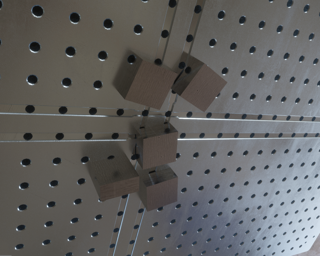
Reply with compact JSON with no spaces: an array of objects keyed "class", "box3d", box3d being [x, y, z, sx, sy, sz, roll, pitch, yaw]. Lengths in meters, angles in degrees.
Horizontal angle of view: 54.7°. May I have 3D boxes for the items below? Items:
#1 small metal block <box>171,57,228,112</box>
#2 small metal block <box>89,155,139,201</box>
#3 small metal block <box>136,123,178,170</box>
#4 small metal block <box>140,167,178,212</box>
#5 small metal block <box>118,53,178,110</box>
[{"class":"small metal block","box3d":[0.052,-0.056,0.407,0.050,0.025,0.050,29,102,-38]},{"class":"small metal block","box3d":[-0.060,0.063,0.403,0.050,0.050,0.025,-11,123,-23]},{"class":"small metal block","box3d":[-0.005,0.025,0.426,0.050,0.025,0.050,-11,124,-23]},{"class":"small metal block","box3d":[-0.001,0.093,0.470,0.050,0.025,0.050,-14,125,-21]},{"class":"small metal block","box3d":[-0.015,-0.055,0.371,0.050,0.025,0.050,15,111,-35]}]
